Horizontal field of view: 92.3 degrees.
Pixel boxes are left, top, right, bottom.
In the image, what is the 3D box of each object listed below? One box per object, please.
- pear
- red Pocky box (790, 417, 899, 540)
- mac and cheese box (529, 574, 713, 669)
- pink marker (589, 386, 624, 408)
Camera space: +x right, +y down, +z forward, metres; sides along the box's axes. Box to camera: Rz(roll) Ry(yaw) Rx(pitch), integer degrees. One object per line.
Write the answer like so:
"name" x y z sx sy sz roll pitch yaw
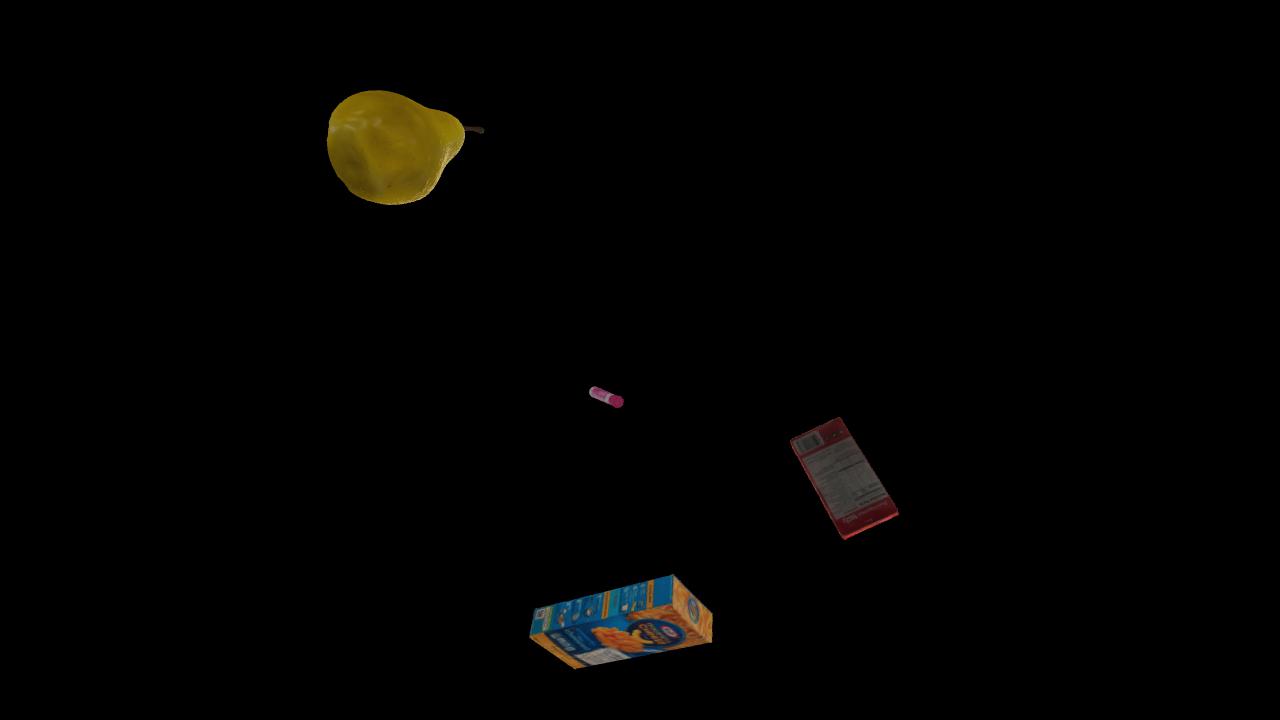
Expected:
"pear" -0.162 -0.157 0.436 0.080 0.080 0.111 0 33 31
"red Pocky box" 0.280 0.162 0.854 0.083 0.155 0.028 -26 -35 5
"mac and cheese box" -0.022 0.296 0.688 0.184 0.093 0.041 -22 34 23
"pink marker" -0.054 0.059 0.983 0.020 0.020 0.121 0 5 -23
